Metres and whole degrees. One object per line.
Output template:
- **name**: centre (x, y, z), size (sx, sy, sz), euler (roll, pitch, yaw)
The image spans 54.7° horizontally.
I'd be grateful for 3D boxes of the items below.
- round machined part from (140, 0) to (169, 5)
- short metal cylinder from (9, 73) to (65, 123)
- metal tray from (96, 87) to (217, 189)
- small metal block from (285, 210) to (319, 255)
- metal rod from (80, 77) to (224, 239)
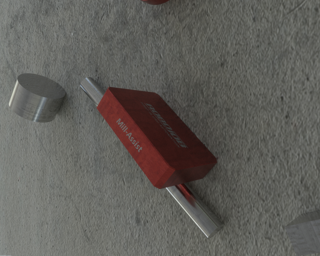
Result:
- **round machined part**: centre (0.003, -0.205, 0.389), size (0.098, 0.042, 0.097), euler (0, 90, 39)
- **short metal cylinder**: centre (-0.215, -0.053, 0.543), size (0.080, 0.081, 0.050), euler (45, 117, 30)
- **metal tray**: centre (-0.004, 0.007, 0.363), size (0.130, 0.091, 0.030), euler (50, 120, 28)
- **small metal block**: centre (0.145, 0.087, 0.268), size (0.050, 0.050, 0.025), euler (-29, 72, 36)
- **metal rod**: centre (-0.027, 0.023, 0.424), size (0.300, 0.025, 0.025), euler (46, 118, 29)
